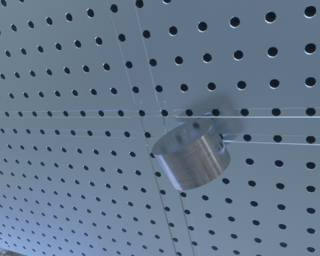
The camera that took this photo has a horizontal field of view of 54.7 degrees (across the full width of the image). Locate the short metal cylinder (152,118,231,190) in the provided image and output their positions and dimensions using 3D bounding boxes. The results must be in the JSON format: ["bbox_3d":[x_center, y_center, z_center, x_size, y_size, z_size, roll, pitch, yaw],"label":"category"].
[{"bbox_3d":[0.037,0.030,0.373,0.080,0.080,0.050,-18,109,35],"label":"short metal cylinder"}]
